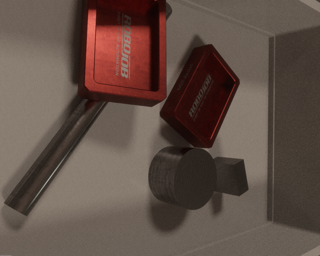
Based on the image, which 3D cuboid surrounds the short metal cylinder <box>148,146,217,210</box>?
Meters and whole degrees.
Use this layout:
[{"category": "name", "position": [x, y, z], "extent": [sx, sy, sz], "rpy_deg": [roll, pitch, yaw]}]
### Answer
[{"category": "short metal cylinder", "position": [0.031, 0.066, 0.419], "extent": [0.081, 0.050, 0.079], "rpy_deg": [0, 90, -40]}]

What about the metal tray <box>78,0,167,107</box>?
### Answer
[{"category": "metal tray", "position": [-0.040, -0.093, 0.344], "extent": [0.091, 0.030, 0.129], "rpy_deg": [5, 77, -26]}]

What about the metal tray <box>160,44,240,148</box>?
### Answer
[{"category": "metal tray", "position": [0.064, -0.046, 0.458], "extent": [0.090, 0.030, 0.130], "rpy_deg": [42, 65, -32]}]

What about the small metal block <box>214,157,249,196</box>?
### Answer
[{"category": "small metal block", "position": [0.106, 0.074, 0.482], "extent": [0.025, 0.050, 0.050], "rpy_deg": [-20, 103, -39]}]

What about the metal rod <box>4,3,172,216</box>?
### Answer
[{"category": "metal rod", "position": [-0.066, -0.041, 0.352], "extent": [0.025, 0.025, 0.300], "rpy_deg": [46, 62, -31]}]
